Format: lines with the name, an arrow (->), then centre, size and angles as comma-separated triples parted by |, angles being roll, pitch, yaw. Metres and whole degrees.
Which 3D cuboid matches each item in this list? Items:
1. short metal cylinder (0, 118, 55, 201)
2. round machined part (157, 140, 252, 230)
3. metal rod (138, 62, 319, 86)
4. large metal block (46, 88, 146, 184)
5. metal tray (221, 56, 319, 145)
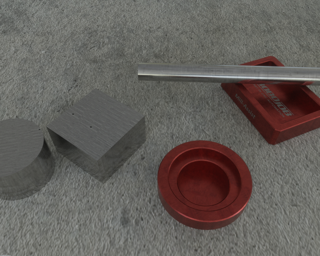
short metal cylinder -> -0.168, 0.035, 0.355 | 0.081, 0.050, 0.080 | 0, 50, 0
round machined part -> 0.047, 0.064, 0.339 | 0.099, 0.042, 0.098 | 0, 50, 0
metal rod -> 0.122, -0.073, 0.426 | 0.302, 0.025, 0.025 | 2, 50, 1
large metal block -> -0.074, 0.008, 0.380 | 0.080, 0.050, 0.080 | 30, 56, 22
metal tray -> 0.159, -0.044, 0.439 | 0.091, 0.030, 0.130 | -18, 53, -15
